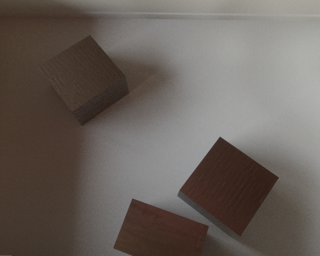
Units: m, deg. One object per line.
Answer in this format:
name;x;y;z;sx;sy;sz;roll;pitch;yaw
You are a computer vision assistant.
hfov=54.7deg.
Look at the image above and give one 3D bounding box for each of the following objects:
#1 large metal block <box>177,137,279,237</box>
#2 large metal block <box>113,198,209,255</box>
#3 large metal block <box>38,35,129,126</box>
large metal block;0.078;0.071;0.371;0.080;0.050;0.080;36;74;12
large metal block;0.002;0.119;0.337;0.080;0.080;0.050;18;71;6
large metal block;-0.100;-0.064;0.419;0.080;0.050;0.080;-37;74;-12
